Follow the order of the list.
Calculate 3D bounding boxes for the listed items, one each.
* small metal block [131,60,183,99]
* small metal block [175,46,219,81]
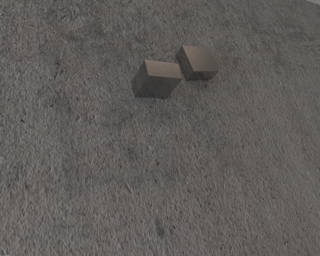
[{"bbox_3d":[-0.005,-0.065,0.424,0.050,0.050,0.025,1,62,-28],"label":"small metal block"},{"bbox_3d":[0.059,-0.104,0.499,0.050,0.025,0.050,-7,65,-31],"label":"small metal block"}]
